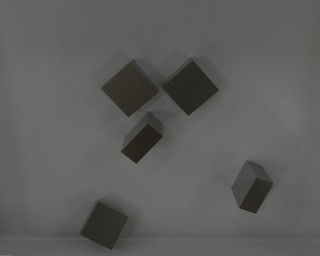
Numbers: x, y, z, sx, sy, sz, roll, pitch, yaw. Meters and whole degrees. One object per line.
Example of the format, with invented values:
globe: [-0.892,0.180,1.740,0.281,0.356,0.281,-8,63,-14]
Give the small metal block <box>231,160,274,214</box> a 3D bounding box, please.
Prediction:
small metal block: [0.126,0.081,0.429,0.025,0.050,0.050,20,109,-7]

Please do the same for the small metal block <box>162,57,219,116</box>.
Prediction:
small metal block: [0.038,-0.052,0.392,0.050,0.025,0.050,-41,105,13]

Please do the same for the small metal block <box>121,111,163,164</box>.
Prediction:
small metal block: [-0.022,0.011,0.402,0.025,0.050,0.050,40,105,-13]

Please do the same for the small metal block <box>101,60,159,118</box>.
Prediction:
small metal block: [-0.037,-0.050,0.392,0.050,0.025,0.050,-39,106,13]

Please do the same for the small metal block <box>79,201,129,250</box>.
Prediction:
small metal block: [-0.082,0.140,0.450,0.050,0.025,0.050,31,74,-11]
